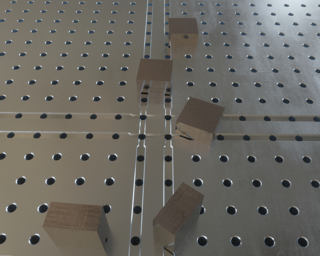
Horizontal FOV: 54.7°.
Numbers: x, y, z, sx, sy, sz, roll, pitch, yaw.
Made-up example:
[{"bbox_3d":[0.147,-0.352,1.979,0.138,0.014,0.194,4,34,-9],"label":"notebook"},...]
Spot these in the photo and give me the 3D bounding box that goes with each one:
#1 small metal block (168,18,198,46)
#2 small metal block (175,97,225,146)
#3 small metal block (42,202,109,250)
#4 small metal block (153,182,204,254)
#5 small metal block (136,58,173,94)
[{"bbox_3d":[0.040,-0.172,0.553,0.050,0.025,0.050,0,50,-1],"label":"small metal block"},{"bbox_3d":[0.054,-0.010,0.417,0.050,0.025,0.050,20,53,15],"label":"small metal block"},{"bbox_3d":[-0.081,0.098,0.308,0.050,0.050,0.025,4,50,3],"label":"small metal block"},{"bbox_3d":[0.018,0.092,0.315,0.025,0.050,0.050,30,56,22],"label":"small metal block"},{"bbox_3d":[-0.007,-0.080,0.475,0.050,0.025,0.050,4,50,3],"label":"small metal block"}]
